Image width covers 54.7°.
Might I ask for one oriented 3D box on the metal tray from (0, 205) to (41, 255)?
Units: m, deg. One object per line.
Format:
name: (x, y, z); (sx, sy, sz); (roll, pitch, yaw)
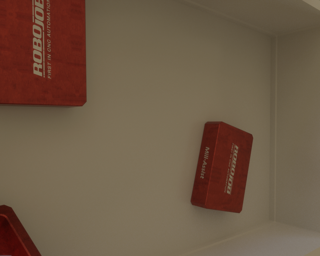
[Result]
metal tray: (-0.127, 0.122, 0.224); (0.030, 0.130, 0.090); (-54, 156, 20)

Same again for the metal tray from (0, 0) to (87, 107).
metal tray: (-0.120, -0.086, 0.302); (0.091, 0.030, 0.129); (-1, 91, -40)

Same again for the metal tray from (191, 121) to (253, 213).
metal tray: (0.100, 0.063, 0.487); (0.091, 0.030, 0.129); (19, 78, -38)
